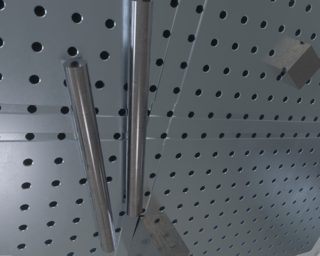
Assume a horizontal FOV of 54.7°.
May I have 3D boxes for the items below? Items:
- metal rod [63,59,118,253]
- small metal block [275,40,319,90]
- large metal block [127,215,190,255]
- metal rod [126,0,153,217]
[{"bbox_3d":[-0.083,0.058,0.401,0.025,0.025,0.298,-16,125,-20],"label":"metal rod"},{"bbox_3d":[0.210,-0.094,0.468,0.050,0.025,0.050,-49,129,7],"label":"small metal block"},{"bbox_3d":[-0.005,0.199,0.496,0.050,0.080,0.079,5,116,-31],"label":"large metal block"},{"bbox_3d":[-0.029,-0.003,0.393,0.025,0.025,0.298,-10,123,-23],"label":"metal rod"}]
